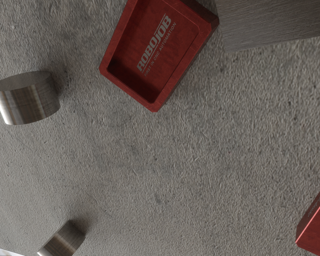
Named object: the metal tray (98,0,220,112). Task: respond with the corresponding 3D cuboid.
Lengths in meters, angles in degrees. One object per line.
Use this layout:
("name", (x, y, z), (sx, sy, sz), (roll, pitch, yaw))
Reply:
("metal tray", (-0.007, -0.091, 0.350), (0.090, 0.030, 0.129), (37, 129, 3))

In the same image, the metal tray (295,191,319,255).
("metal tray", (0.224, 0.104, 0.350), (0.090, 0.030, 0.129), (22, 127, 15))

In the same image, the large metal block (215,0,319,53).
("large metal block", (0.095, -0.118, 0.268), (0.080, 0.050, 0.080), (-4, 117, 30))

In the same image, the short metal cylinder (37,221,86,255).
("short metal cylinder", (-0.196, 0.233, 0.619), (0.050, 0.080, 0.080), (45, 129, -3))

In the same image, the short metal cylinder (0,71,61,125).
("short metal cylinder", (-0.191, -0.045, 0.444), (0.080, 0.080, 0.050), (5, 121, 25))
